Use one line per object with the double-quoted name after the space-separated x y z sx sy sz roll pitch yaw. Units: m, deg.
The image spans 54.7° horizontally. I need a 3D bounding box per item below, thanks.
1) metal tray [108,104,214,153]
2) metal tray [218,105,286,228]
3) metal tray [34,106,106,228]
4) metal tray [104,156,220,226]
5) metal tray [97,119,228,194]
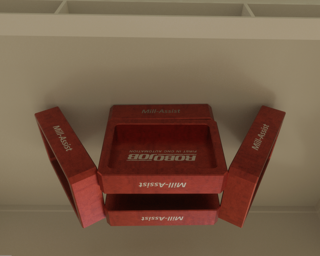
0.002 0.013 0.415 0.131 0.030 0.089 -1 130 -1 "metal tray"
0.113 0.043 0.378 0.030 0.131 0.089 20 134 22 "metal tray"
-0.110 0.044 0.377 0.030 0.130 0.089 -22 136 -24 "metal tray"
0.002 0.075 0.388 0.131 0.090 0.030 0 130 -1 "metal tray"
0.003 0.029 0.349 0.131 0.090 0.030 0 130 -1 "metal tray"
